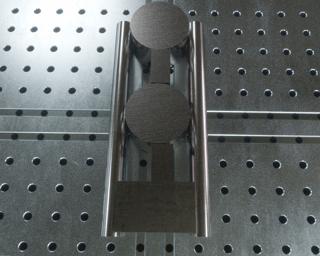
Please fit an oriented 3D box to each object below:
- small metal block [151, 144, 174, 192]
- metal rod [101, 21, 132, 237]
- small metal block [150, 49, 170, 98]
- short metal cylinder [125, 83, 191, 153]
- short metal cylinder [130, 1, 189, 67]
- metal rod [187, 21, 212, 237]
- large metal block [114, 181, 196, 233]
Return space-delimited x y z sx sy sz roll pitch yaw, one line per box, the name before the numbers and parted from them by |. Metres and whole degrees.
small metal block | 0.003 0.050 0.379 0.025 0.050 0.050 0 70 0
metal rod | -0.055 -0.013 0.415 0.025 0.025 0.299 1 70 0
small metal block | 0.001 -0.072 0.423 0.025 0.050 0.050 1 70 0
short metal cylinder | -0.003 -0.011 0.402 0.081 0.050 0.080 0 70 0
short metal cylinder | 0.000 -0.133 0.446 0.081 0.050 0.080 0 70 0
metal rod | 0.051 -0.012 0.415 0.025 0.025 0.299 1 70 0
large metal block | -0.005 0.092 0.349 0.080 0.080 0.050 1 70 0
